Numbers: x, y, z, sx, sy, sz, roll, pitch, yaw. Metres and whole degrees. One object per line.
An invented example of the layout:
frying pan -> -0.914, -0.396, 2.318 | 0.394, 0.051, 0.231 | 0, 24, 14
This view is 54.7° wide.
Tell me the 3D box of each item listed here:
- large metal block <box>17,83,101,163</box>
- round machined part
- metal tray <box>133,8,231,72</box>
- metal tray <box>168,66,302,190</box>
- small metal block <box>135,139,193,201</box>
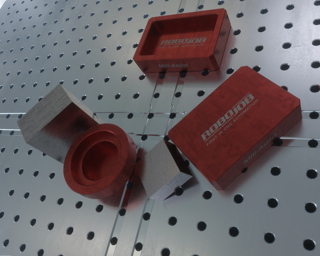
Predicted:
large metal block -> -0.140, -0.003, 0.448 | 0.080, 0.080, 0.050 | -42, 51, -1
round machined part -> -0.074, 0.046, 0.408 | 0.098, 0.042, 0.098 | -13, 56, 21
metal tray -> 0.032, -0.130, 0.467 | 0.130, 0.030, 0.090 | 5, 64, 30
metal tray -> 0.085, -0.004, 0.363 | 0.130, 0.030, 0.090 | -42, 51, -1
small metal block -> 0.003, 0.050, 0.368 | 0.050, 0.025, 0.050 | -43, 50, 18
